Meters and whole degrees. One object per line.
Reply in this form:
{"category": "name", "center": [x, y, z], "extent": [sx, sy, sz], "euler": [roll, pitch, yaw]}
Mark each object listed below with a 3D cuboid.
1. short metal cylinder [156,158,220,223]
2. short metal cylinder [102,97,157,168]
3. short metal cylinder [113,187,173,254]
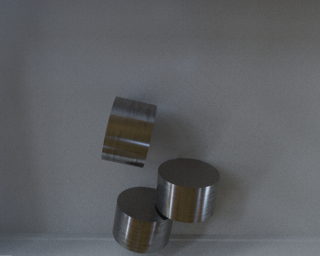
{"category": "short metal cylinder", "center": [0.036, 0.080, 0.412], "extent": [0.081, 0.080, 0.050], "euler": [4, 110, -2]}
{"category": "short metal cylinder", "center": [-0.038, 0.005, 0.383], "extent": [0.050, 0.080, 0.079], "euler": [13, 110, -5]}
{"category": "short metal cylinder", "center": [-0.022, 0.124, 0.428], "extent": [0.081, 0.080, 0.050], "euler": [9, 110, -4]}
